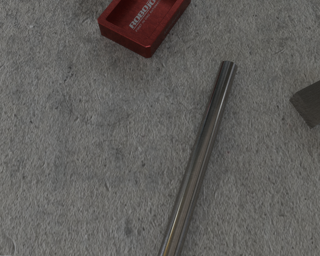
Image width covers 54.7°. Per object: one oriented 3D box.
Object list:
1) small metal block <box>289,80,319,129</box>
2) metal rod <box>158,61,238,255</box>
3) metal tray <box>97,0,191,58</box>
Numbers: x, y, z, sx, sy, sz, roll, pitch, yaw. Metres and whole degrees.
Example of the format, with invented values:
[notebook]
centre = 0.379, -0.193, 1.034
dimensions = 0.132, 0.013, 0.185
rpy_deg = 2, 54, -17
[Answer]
[small metal block]
centre = 0.217, -0.034, 0.423
dimensions = 0.050, 0.025, 0.050
rpy_deg = -26, 72, -10
[metal rod]
centre = 0.048, 0.044, 0.392
dimensions = 0.025, 0.025, 0.300
rpy_deg = 18, 71, 6
[metal tray]
centre = -0.021, -0.179, 0.470
dimensions = 0.090, 0.030, 0.130
rpy_deg = 30, 72, 10
